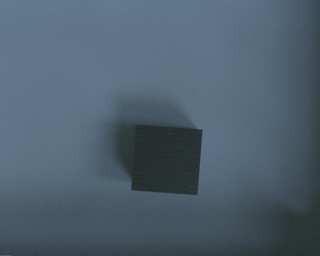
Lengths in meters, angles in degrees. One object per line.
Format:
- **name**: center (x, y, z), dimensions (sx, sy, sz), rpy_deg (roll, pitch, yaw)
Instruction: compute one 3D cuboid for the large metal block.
- **large metal block**: center (0.008, 0.038, 0.399), dimensions (0.080, 0.050, 0.080), rpy_deg (4, 90, 0)
